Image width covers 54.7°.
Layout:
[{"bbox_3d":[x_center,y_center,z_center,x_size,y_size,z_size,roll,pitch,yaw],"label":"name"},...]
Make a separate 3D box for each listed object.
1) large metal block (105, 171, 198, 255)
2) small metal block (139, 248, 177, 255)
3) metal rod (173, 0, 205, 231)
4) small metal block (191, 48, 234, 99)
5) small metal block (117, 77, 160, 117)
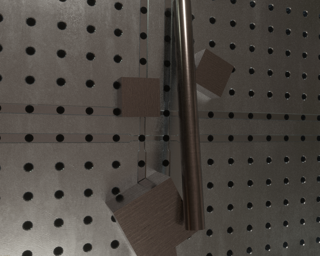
[{"bbox_3d":[-0.011,0.114,0.396,0.080,0.050,0.080,-29,100,-18],"label":"large metal block"},{"bbox_3d":[-0.003,0.187,0.413,0.050,0.025,0.050,-10,94,-20],"label":"small metal block"},{"bbox_3d":[0.036,-0.025,0.399,0.025,0.025,0.298,2,79,-20],"label":"metal rod"},{"bbox_3d":[0.070,-0.076,0.440,0.050,0.025,0.050,27,81,-19],"label":"small metal block"},{"bbox_3d":[-0.028,-0.039,0.403,0.050,0.025,0.050,-1,91,-21],"label":"small metal block"}]
